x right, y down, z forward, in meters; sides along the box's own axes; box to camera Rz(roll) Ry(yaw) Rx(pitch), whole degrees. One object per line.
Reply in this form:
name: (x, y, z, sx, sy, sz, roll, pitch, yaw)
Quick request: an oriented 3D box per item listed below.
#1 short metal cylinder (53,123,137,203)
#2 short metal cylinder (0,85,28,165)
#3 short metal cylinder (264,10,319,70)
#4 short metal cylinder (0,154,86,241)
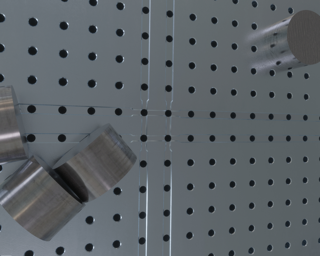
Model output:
short metal cylinder: (-0.074, 0.039, 0.356, 0.080, 0.080, 0.050, -41, 103, -15)
short metal cylinder: (-0.171, -0.001, 0.320, 0.050, 0.080, 0.080, -12, 94, -20)
short metal cylinder: (0.209, -0.133, 0.476, 0.081, 0.050, 0.079, 0, 90, -20)
short metal cylinder: (-0.128, 0.075, 0.336, 0.050, 0.080, 0.080, -45, 104, -14)
